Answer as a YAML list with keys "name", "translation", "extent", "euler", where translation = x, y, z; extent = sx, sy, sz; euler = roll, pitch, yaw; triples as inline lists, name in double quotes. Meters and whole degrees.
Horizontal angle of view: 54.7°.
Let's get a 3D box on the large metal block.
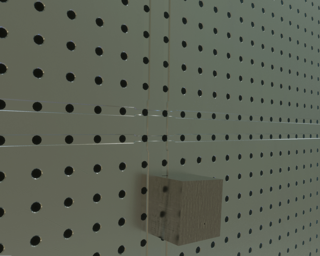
- name: "large metal block"
  translation: [0.040, 0.109, 0.429]
  extent: [0.081, 0.050, 0.080]
  euler: [6, 86, -40]
